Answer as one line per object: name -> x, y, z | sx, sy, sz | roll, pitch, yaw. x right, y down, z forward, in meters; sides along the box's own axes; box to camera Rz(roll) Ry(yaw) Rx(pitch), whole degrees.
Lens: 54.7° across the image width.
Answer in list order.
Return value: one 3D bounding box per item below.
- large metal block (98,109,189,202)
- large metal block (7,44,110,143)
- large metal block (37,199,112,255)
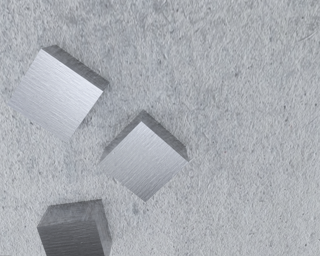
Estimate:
large metal block -> -0.021, 0.036, 0.409 | 0.080, 0.050, 0.080 | 42, 105, -14
large metal block -> -0.121, -0.043, 0.379 | 0.080, 0.050, 0.080 | 35, 106, -12
large metal block -> -0.121, 0.157, 0.453 | 0.080, 0.050, 0.079 | -8, 110, 3
